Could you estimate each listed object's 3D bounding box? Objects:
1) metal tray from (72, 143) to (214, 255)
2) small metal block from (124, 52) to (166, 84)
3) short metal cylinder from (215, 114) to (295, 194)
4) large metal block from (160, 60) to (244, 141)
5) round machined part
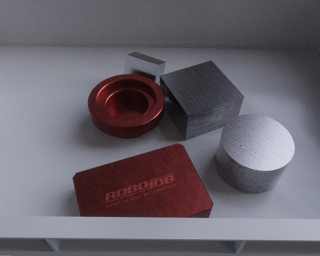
[{"bbox_3d":[-0.020,0.075,0.339,0.131,0.030,0.090,-15,52,-13],"label":"metal tray"},{"bbox_3d":[-0.024,-0.078,0.450,0.050,0.050,0.025,22,30,17],"label":"small metal block"},{"bbox_3d":[0.109,0.030,0.365,0.081,0.050,0.080,0,50,0],"label":"short metal cylinder"},{"bbox_3d":[0.053,-0.039,0.423,0.081,0.050,0.080,-19,53,-16],"label":"large metal block"},{"bbox_3d":[-0.043,-0.025,0.414,0.099,0.042,0.098,0,50,0],"label":"round machined part"}]
